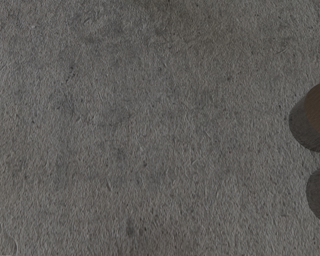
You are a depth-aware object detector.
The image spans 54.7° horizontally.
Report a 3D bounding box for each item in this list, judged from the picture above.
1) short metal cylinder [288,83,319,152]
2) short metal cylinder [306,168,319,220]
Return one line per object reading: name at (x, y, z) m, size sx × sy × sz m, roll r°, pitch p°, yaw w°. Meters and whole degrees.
short metal cylinder at (0.217, -0.013, 0.401) m, size 0.081 × 0.050 × 0.080 m, roll 0°, pitch 70°, yaw 0°
short metal cylinder at (0.225, 0.078, 0.368) m, size 0.081 × 0.050 × 0.080 m, roll 0°, pitch 70°, yaw 0°
